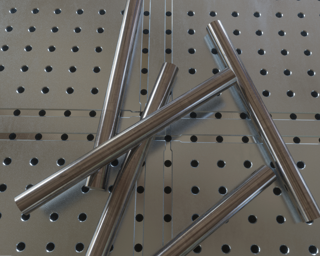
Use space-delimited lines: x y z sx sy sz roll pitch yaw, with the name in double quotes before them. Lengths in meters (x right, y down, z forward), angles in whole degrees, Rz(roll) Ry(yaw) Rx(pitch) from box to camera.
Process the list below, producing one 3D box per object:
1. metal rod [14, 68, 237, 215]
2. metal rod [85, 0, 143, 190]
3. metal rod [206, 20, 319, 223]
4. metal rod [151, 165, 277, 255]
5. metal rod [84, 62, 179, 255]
"metal rod" -0.032 0.009 0.380 0.301 0.025 0.025 -32 74 -12
"metal rod" -0.060 -0.064 0.434 0.025 0.025 0.299 8 70 2
"metal rod" 0.133 -0.022 0.421 0.025 0.025 0.299 -19 71 -7
"metal rod" 0.018 0.142 0.360 0.301 0.025 0.025 -35 74 -12
"metal rod" -0.035 0.046 0.394 0.025 0.025 0.300 19 71 6
